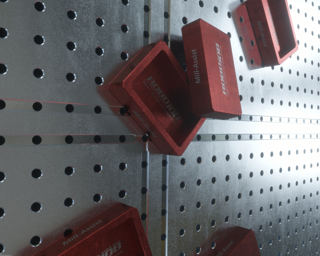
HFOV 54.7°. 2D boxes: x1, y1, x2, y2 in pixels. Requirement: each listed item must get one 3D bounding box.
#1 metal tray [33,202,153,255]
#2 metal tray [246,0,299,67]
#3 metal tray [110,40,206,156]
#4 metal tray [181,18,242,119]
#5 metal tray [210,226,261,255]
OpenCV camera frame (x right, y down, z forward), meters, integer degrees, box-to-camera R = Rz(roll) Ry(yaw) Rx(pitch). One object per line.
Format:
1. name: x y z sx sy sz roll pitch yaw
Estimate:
1. metal tray: -0.072 0.155 0.347 0.131 0.030 0.089 -26 106 -37
2. metal tray: 0.217 -0.193 0.591 0.091 0.030 0.129 -36 113 -34
3. metal tray: 0.006 -0.037 0.412 0.130 0.030 0.090 52 60 -28
4. metal tray: 0.076 -0.080 0.445 0.091 0.030 0.129 4 76 -51
5. metal tray: 0.116 0.237 0.507 0.131 0.030 0.089 -30 109 -36
